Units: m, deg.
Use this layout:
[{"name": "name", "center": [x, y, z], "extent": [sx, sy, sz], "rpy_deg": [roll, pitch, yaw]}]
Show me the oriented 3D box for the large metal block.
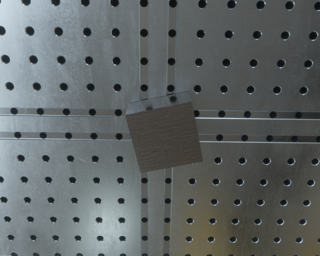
[{"name": "large metal block", "center": [0.006, 0.004, 0.401], "extent": [0.080, 0.050, 0.080], "rpy_deg": [-11, 110, 4]}]
